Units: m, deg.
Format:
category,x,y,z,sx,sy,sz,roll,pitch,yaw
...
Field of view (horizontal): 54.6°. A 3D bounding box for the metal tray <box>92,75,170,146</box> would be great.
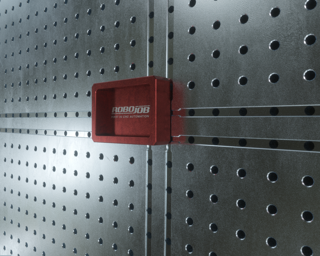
category,x,y,z,sx,sy,sz,roll,pitch,yaw
metal tray,-0.045,-0.023,0.444,0.130,0.030,0.090,0,90,40
